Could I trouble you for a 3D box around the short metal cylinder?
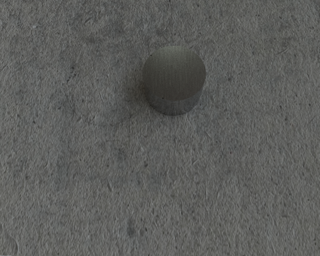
[{"bbox_3d":[0.018,-0.063,0.418,0.080,0.050,0.080,0,70,0],"label":"short metal cylinder"}]
